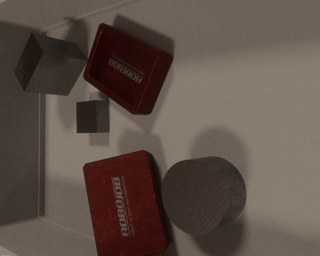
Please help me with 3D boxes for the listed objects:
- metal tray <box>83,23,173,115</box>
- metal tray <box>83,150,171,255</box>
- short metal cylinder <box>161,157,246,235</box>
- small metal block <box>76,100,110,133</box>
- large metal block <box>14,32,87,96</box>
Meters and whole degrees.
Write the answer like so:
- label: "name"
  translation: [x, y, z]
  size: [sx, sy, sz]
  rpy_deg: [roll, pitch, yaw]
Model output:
- label: "metal tray"
  translation: [-0.051, -0.086, 0.443]
  size: [0.130, 0.030, 0.089]
  rpy_deg: [35, 111, 34]
- label: "metal tray"
  translation: [-0.045, 0.102, 0.411]
  size: [0.090, 0.030, 0.129]
  rpy_deg: [-14, 80, 7]
- label: "short metal cylinder"
  translation: [0.049, 0.074, 0.349]
  size: [0.080, 0.050, 0.079]
  rpy_deg: [0, 90, 39]
- label: "small metal block"
  translation: [-0.107, -0.017, 0.493]
  size: [0.050, 0.025, 0.050]
  rpy_deg: [-2, 89, 39]
- label: "large metal block"
  translation: [-0.182, -0.103, 0.518]
  size: [0.080, 0.081, 0.050]
  rpy_deg: [-51, 60, 27]
